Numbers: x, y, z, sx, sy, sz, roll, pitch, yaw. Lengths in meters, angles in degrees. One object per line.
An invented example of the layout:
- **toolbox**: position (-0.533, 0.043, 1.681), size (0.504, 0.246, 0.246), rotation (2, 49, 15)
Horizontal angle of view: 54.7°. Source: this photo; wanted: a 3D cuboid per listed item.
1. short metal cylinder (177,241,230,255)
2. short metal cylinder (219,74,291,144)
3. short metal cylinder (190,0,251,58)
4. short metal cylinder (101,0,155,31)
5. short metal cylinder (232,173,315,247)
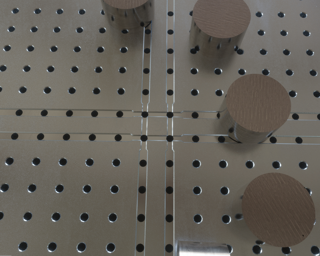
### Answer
- **short metal cylinder**: position (0.043, 0.161, 0.324), size (0.050, 0.080, 0.080), rotation (3, 70, 1)
- **short metal cylinder**: position (0.122, -0.024, 0.408), size (0.081, 0.050, 0.080), rotation (0, 70, 0)
- **short metal cylinder**: position (0.086, -0.150, 0.454), size (0.081, 0.050, 0.080), rotation (0, 70, 0)
- **short metal cylinder**: position (-0.048, -0.195, 0.469), size (0.081, 0.050, 0.080), rotation (0, 70, 0)
- **short metal cylinder**: position (0.130, 0.097, 0.364), size (0.081, 0.050, 0.080), rotation (0, 70, 0)
